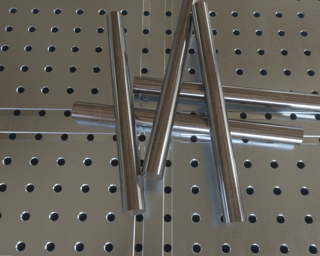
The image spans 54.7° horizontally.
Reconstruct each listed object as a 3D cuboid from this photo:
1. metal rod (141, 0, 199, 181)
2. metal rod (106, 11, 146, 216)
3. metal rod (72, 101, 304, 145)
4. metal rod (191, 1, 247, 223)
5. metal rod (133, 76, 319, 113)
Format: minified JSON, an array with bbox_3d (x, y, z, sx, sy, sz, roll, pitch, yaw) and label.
[{"bbox_3d":[0.020,-0.074,0.413,0.025,0.025,0.300,11,61,3],"label":"metal rod"},{"bbox_3d":[-0.048,-0.039,0.400,0.025,0.025,0.299,-7,61,-3],"label":"metal rod"},{"bbox_3d":[0.035,-0.007,0.414,0.302,0.025,0.025,7,70,2],"label":"metal rod"},{"bbox_3d":[0.070,-0.034,0.397,0.025,0.025,0.299,-5,70,-2],"label":"metal rod"},{"bbox_3d":[0.114,-0.045,0.429,0.302,0.025,0.025,6,70,1],"label":"metal rod"}]
